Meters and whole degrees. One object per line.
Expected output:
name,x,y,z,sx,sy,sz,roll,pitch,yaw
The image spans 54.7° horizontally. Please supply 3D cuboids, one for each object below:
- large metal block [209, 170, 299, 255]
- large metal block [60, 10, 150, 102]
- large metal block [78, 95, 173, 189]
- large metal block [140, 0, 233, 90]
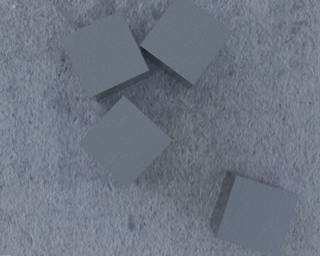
large metal block,0.118,0.107,0.399,0.080,0.050,0.080,18,90,-1
large metal block,-0.067,-0.089,0.397,0.080,0.050,0.080,-25,90,-1
large metal block,-0.042,0.017,0.397,0.080,0.050,0.080,43,90,-1
large metal block,0.032,-0.108,0.398,0.080,0.050,0.080,37,90,-1
